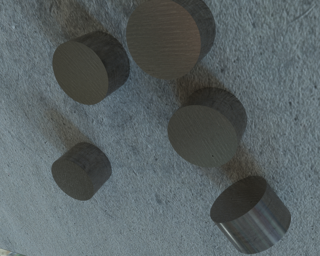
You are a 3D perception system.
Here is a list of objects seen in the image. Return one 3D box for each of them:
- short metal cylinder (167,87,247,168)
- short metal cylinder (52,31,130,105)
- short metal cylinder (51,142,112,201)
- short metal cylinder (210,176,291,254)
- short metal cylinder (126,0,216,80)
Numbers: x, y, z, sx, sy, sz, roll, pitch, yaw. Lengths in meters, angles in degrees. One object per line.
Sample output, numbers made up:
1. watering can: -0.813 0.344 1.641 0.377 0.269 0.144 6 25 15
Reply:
1. short metal cylinder: 0.056 -0.001 0.361 0.080 0.050 0.079 13 124 21
2. short metal cylinder: -0.085 -0.076 0.389 0.080 0.050 0.079 13 124 21
3. short metal cylinder: -0.126 0.070 0.500 0.080 0.050 0.079 13 124 21
4. short metal cylinder: 0.109 0.104 0.378 0.080 0.080 0.050 -32 101 38
5. short metal cylinder: 0.012 -0.097 0.324 0.080 0.050 0.079 13 124 21
